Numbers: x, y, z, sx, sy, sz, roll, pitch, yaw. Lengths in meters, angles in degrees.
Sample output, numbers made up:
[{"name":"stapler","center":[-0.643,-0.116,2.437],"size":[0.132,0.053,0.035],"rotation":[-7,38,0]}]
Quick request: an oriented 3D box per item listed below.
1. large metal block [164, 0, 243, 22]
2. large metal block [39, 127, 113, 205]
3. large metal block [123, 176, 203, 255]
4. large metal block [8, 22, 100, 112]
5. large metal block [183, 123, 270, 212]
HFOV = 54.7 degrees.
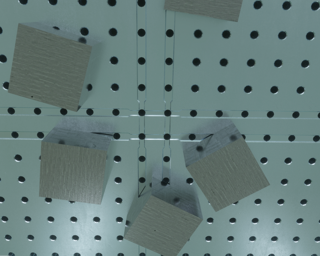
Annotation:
[{"name":"large metal block","center":[0.050,-0.165,0.340],"size":[0.081,0.050,0.079],"rotation":[8,110,-4]},{"name":"large metal block","center":[-0.112,0.050,0.417],"size":[0.081,0.050,0.079],"rotation":[9,110,-4]},{"name":"large metal block","center":[0.004,0.130,0.448],"size":[0.080,0.050,0.080],"rotation":[28,108,-10]},{"name":"large metal block","center":[-0.125,-0.074,0.371],"size":[0.080,0.050,0.079],"rotation":[16,109,-7]},{"name":"large metal block","center":[0.088,0.053,0.421],"size":[0.080,0.050,0.080],"rotation":[-30,108,10]}]
